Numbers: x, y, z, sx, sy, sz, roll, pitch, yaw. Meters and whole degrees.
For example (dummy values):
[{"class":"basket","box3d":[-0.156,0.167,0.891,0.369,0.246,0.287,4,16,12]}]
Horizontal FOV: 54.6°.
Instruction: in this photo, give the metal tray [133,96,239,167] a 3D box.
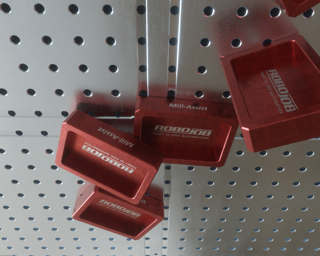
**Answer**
[{"class":"metal tray","box3d":[0.030,0.007,0.414,0.131,0.030,0.089,5,130,-5]}]

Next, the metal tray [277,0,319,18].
[{"class":"metal tray","box3d":[0.124,-0.173,0.261,0.090,0.030,0.130,-29,125,22]}]

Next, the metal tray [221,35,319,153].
[{"class":"metal tray","box3d":[0.117,-0.040,0.309,0.090,0.130,0.030,-15,128,13]}]

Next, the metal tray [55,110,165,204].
[{"class":"metal tray","box3d":[-0.070,0.042,0.414,0.130,0.030,0.089,27,131,0]}]

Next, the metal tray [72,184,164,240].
[{"class":"metal tray","box3d":[-0.069,0.140,0.526,0.131,0.030,0.090,28,125,-22]}]
